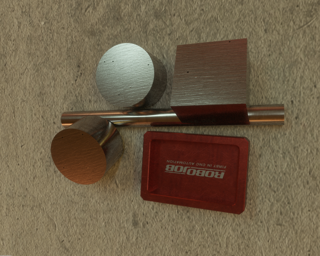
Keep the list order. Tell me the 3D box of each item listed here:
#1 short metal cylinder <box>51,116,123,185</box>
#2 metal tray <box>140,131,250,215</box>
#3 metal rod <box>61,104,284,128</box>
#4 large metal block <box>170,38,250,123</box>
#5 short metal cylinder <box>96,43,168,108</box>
[{"bbox_3d":[-0.097,0.029,0.418,0.080,0.050,0.079,7,113,16],"label":"short metal cylinder"},{"bbox_3d":[0.043,0.052,0.391,0.130,0.030,0.089,4,91,19],"label":"metal tray"},{"bbox_3d":[0.003,-0.014,0.410,0.301,0.025,0.025,-1,90,19],"label":"metal rod"},{"bbox_3d":[0.062,-0.053,0.362,0.080,0.050,0.080,-1,69,20],"label":"large metal block"},{"bbox_3d":[-0.036,-0.066,0.410,0.080,0.050,0.080,0,89,20],"label":"short metal cylinder"}]
